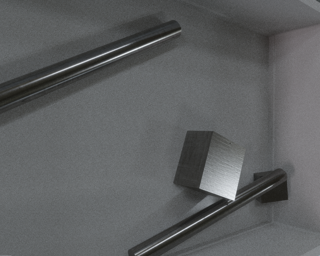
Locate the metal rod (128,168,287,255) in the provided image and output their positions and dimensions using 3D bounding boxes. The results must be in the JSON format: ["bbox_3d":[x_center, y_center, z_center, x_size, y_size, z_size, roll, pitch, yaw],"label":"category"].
[{"bbox_3d":[0.089,0.122,0.461,0.302,0.025,0.025,-18,102,-32],"label":"metal rod"}]

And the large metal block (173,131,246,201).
[{"bbox_3d":[0.075,0.055,0.456,0.080,0.050,0.080,26,74,-37],"label":"large metal block"}]

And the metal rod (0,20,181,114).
[{"bbox_3d":[-0.084,-0.068,0.337,0.302,0.025,0.025,-33,111,-35],"label":"metal rod"}]

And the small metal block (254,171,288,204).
[{"bbox_3d":[0.202,0.106,0.565,0.050,0.025,0.050,-6,95,-7],"label":"small metal block"}]
